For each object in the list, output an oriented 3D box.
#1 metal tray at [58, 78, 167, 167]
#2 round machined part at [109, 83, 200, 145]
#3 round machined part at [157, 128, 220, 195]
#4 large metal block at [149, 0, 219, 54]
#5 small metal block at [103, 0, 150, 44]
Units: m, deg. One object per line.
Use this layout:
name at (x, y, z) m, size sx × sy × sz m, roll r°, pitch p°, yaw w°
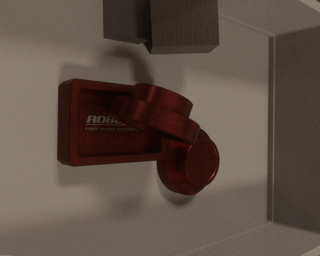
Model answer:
metal tray at (-0.050, -0.005, 0.362) m, size 0.131 × 0.030 × 0.089 m, roll 1°, pitch 90°, yaw -40°
round machined part at (-0.003, -0.017, 0.339) m, size 0.099 × 0.098 × 0.042 m, roll 24°, pitch 82°, yaw -38°
round machined part at (0.046, 0.046, 0.437) m, size 0.099 × 0.042 × 0.097 m, roll 0°, pitch 90°, yaw -40°
large metal block at (0.027, -0.139, 0.391) m, size 0.081 × 0.050 × 0.079 m, roll -3°, pitch 93°, yaw -5°
small metal block at (-0.040, -0.132, 0.374) m, size 0.050 × 0.025 × 0.050 m, roll -2°, pitch 92°, yaw -40°
